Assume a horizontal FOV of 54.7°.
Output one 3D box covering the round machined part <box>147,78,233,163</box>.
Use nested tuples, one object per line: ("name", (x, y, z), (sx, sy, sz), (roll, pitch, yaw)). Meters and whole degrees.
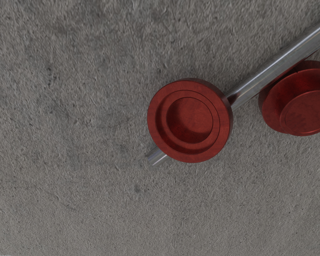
("round machined part", (0.038, -0.011, 0.369), (0.098, 0.042, 0.097), (7, 109, 21))

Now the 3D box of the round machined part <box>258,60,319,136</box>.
("round machined part", (0.174, -0.028, 0.374), (0.099, 0.042, 0.097), (0, 130, 0))

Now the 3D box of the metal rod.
("metal rod", (0.093, -0.038, 0.375), (0.025, 0.025, 0.299), (36, 121, -27))
